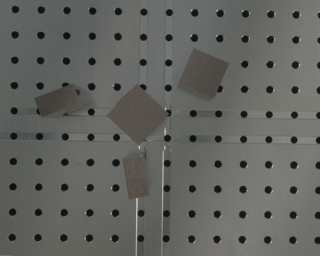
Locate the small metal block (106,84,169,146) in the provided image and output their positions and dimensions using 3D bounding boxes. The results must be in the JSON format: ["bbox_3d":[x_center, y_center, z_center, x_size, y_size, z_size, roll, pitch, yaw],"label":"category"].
[{"bbox_3d":[-0.025,-0.015,0.363,0.050,0.025,0.050,43,90,-1],"label":"small metal block"}]

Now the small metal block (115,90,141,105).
[{"bbox_3d":[-0.028,-0.020,0.401,0.050,0.050,0.025,45,90,-1],"label":"small metal block"}]

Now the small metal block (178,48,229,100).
[{"bbox_3d":[0.057,-0.071,0.414,0.050,0.025,0.050,23,90,-1],"label":"small metal block"}]

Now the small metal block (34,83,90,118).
[{"bbox_3d":[-0.124,-0.034,0.399,0.050,0.050,0.025,-21,90,0],"label":"small metal block"}]

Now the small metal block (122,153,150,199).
[{"bbox_3d":[-0.029,0.060,0.401,0.025,0.050,0.050,-9,90,0],"label":"small metal block"}]
